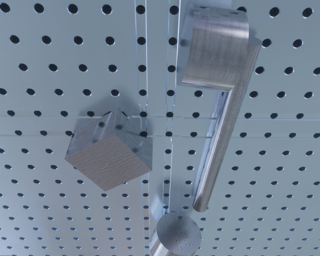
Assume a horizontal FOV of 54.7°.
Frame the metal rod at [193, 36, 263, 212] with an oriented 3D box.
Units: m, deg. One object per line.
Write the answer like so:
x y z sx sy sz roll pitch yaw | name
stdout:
0.082 0.019 0.428 0.025 0.025 0.298 4 130 -4 | metal rod

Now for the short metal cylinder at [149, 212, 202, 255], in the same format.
0.026 0.196 0.543 0.081 0.080 0.050 12 129 -10 | short metal cylinder

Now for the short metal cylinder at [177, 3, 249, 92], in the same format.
0.049 -0.079 0.309 0.050 0.080 0.079 7 130 -6 | short metal cylinder

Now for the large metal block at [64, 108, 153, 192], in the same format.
-0.066 0.032 0.422 0.080 0.050 0.080 -27 125 21 | large metal block
